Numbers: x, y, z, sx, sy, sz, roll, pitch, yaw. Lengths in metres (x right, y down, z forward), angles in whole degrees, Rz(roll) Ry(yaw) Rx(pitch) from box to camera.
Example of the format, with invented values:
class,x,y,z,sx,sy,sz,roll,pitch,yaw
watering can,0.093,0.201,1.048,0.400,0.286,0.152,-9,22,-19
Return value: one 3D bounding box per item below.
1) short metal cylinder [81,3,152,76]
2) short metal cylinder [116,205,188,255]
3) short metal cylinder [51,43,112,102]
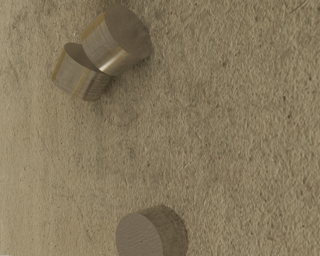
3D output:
class,x,y,z,sx,sy,sz,roll,pitch,yaw
short metal cylinder,-0.057,-0.117,0.416,0.050,0.081,0.080,-27,73,37
short metal cylinder,-0.011,0.144,0.398,0.080,0.050,0.080,0,90,40
short metal cylinder,-0.114,-0.084,0.463,0.080,0.081,0.050,49,119,28
